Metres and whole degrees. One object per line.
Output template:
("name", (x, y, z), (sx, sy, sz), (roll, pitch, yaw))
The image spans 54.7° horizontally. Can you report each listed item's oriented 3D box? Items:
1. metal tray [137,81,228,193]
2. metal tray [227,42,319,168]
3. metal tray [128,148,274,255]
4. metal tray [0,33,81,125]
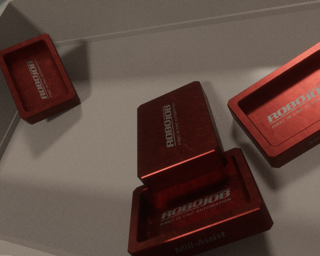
("metal tray", (0.020, 0.005, 0.366), (0.090, 0.030, 0.130), (-23, 37, 14))
("metal tray", (0.153, -0.027, 0.338), (0.130, 0.030, 0.090), (-33, 52, 6))
("metal tray", (0.034, 0.078, 0.312), (0.130, 0.030, 0.090), (-24, 28, 12))
("metal tray", (-0.199, -0.082, 0.507), (0.091, 0.030, 0.130), (-25, 76, -9))
